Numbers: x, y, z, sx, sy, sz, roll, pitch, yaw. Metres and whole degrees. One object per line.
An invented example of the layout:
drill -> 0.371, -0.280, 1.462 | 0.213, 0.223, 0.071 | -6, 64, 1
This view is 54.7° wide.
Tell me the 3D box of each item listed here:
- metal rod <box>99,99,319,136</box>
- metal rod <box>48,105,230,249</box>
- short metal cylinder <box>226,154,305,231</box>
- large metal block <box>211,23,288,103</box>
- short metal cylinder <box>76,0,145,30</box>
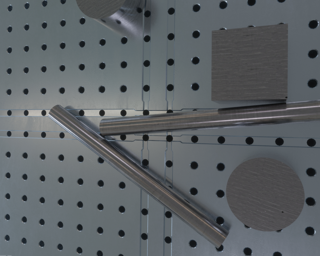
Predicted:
metal rod -> 0.062, -0.011, 0.390 | 0.301, 0.025, 0.025 | -4, 89, 19
metal rod -> -0.040, 0.057, 0.426 | 0.300, 0.025, 0.025 | 35, 101, 16
short metal cylinder -> 0.120, 0.071, 0.357 | 0.080, 0.050, 0.079 | 0, 90, 20
large metal block -> 0.105, -0.071, 0.362 | 0.080, 0.050, 0.079 | 0, 90, 20
short metal cylinder -> -0.067, -0.181, 0.423 | 0.080, 0.050, 0.079 | 0, 90, 20
